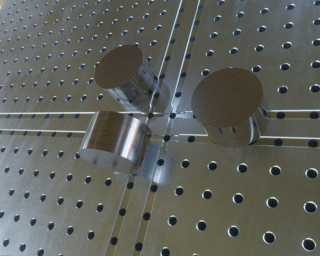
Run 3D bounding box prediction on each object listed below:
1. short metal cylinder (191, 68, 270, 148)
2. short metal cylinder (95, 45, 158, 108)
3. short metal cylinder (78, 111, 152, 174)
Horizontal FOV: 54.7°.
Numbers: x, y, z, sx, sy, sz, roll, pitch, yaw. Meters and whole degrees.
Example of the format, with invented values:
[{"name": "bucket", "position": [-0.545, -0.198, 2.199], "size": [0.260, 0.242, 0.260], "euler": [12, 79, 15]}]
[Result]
[{"name": "short metal cylinder", "position": [0.083, -0.023, 0.363], "size": [0.080, 0.050, 0.080], "euler": [-13, 56, 21]}, {"name": "short metal cylinder", "position": [-0.050, -0.078, 0.466], "size": [0.080, 0.050, 0.080], "euler": [-13, 56, 21]}, {"name": "short metal cylinder", "position": [-0.055, 0.020, 0.390], "size": [0.080, 0.080, 0.050], "euler": [1, 62, 29]}]
